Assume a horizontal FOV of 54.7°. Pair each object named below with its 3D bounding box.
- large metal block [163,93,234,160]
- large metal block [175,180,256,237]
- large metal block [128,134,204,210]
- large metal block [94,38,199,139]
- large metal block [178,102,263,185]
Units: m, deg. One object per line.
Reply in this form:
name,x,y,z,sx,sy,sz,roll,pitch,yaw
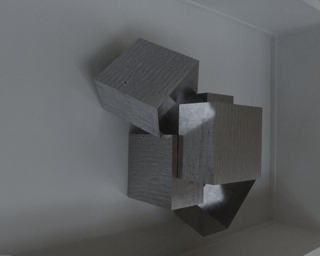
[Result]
large metal block,0.048,-0.001,0.407,0.050,0.080,0.080,1,89,-40
large metal block,0.074,0.094,0.421,0.050,0.080,0.080,38,61,5
large metal block,0.006,0.047,0.374,0.050,0.080,0.080,1,89,-40
large metal block,-0.012,-0.047,0.349,0.080,0.080,0.050,-51,155,-28
large metal block,0.067,0.016,0.340,0.081,0.050,0.080,2,89,-40
